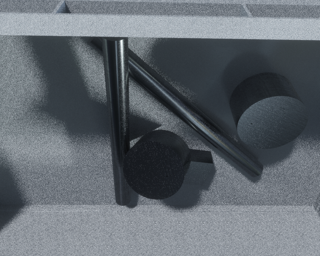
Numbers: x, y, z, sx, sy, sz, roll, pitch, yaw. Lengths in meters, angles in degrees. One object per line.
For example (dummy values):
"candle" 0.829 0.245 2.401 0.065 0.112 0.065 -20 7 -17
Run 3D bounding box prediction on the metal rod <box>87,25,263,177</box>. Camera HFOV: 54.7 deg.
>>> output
"metal rod" 0.038 -0.018 0.394 0.025 0.025 0.301 -37 121 27

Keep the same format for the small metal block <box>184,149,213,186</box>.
"small metal block" 0.046 0.058 0.459 0.050 0.025 0.050 7 130 -7

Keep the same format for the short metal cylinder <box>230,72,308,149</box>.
"short metal cylinder" 0.130 -0.020 0.378 0.081 0.050 0.079 0 130 0

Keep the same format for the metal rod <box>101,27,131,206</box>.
"metal rod" -0.052 0.014 0.400 0.025 0.025 0.298 2 136 -3

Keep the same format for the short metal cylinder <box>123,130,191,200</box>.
"short metal cylinder" -0.003 0.047 0.412 0.080 0.050 0.079 4 107 14
